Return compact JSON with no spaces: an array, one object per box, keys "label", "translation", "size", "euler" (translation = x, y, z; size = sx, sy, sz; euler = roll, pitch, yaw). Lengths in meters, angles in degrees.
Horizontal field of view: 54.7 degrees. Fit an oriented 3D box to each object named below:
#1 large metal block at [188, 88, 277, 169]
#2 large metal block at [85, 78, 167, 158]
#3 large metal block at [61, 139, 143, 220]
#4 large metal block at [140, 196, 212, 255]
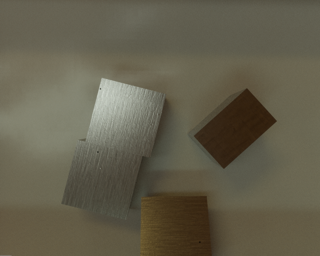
[{"label":"large metal block","translation":[0.084,0.000,0.385],"size":[0.080,0.080,0.050],"euler":[-42,91,0]},{"label":"large metal block","translation":[-0.041,-0.012,0.398],"size":[0.080,0.050,0.080],"euler":[14,90,-1]},{"label":"large metal block","translation":[-0.070,0.062,0.398],"size":[0.080,0.050,0.080],"euler":[14,90,-1]},{"label":"large metal block","translation":[0.018,0.131,0.383],"size":[0.081,0.050,0.080],"euler":[0,62,-1]}]
